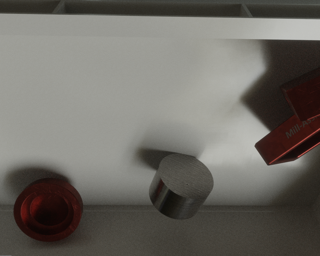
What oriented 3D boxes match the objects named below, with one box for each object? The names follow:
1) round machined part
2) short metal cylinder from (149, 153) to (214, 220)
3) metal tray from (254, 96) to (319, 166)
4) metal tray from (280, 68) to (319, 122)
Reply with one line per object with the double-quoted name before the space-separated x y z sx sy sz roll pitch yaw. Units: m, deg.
"round machined part" -0.170 0.123 0.484 0.099 0.042 0.097 -1 103 -5
"short metal cylinder" 0.030 0.083 0.444 0.081 0.080 0.050 13 129 -11
"metal tray" 0.189 -0.005 0.373 0.091 0.030 0.129 1 142 -47
"metal tray" 0.171 -0.047 0.307 0.090 0.130 0.030 -26 90 20
